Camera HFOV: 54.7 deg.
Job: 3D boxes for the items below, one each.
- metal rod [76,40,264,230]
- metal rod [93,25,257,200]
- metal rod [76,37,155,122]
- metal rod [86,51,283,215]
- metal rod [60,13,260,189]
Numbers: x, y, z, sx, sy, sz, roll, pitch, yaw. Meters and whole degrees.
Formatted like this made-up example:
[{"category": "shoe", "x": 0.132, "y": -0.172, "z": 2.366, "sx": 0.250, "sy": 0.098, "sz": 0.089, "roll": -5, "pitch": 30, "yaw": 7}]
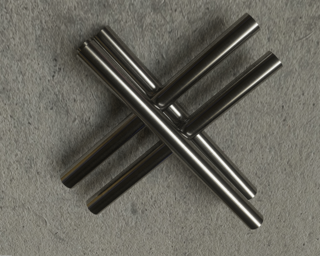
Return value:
[{"category": "metal rod", "x": 0.023, "y": 0.019, "z": 0.365, "sx": 0.025, "sy": 0.025, "sz": 0.300, "roll": -41, "pitch": 106, "yaw": 13}, {"category": "metal rod", "x": 0.029, "y": -0.010, "z": 0.408, "sx": 0.025, "sy": 0.025, "sz": 0.300, "roll": -40, "pitch": 106, "yaw": 13}, {"category": "metal rod", "x": 0.008, "y": 0.004, "z": 0.412, "sx": 0.025, "sy": 0.025, "sz": 0.300, "roll": -40, "pitch": 106, "yaw": 13}, {"category": "metal rod", "x": 0.021, "y": 0.014, "z": 0.390, "sx": 0.300, "sy": 0.025, "sz": 0.025, "roll": -40, "pitch": 106, "yaw": 13}, {"category": "metal rod", "x": -0.010, "y": -0.024, "z": 0.375, "sx": 0.300, "sy": 0.025, "sz": 0.025, "roll": -40, "pitch": 106, "yaw": 13}]
